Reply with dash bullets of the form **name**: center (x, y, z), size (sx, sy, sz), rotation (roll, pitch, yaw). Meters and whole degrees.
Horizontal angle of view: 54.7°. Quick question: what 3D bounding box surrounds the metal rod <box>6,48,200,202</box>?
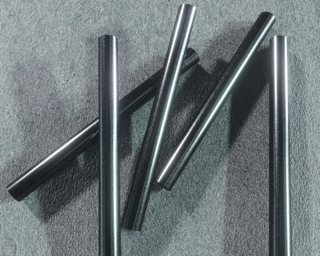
- **metal rod**: center (-0.065, -0.012, 0.412), size (0.301, 0.025, 0.025), rotation (-39, 75, -13)

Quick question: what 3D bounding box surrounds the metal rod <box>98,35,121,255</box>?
- **metal rod**: center (-0.062, 0.029, 0.376), size (0.025, 0.025, 0.299), rotation (-2, 78, -1)

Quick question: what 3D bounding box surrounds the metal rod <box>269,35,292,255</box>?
- **metal rod**: center (0.156, 0.011, 0.404), size (0.025, 0.025, 0.299), rotation (7, 70, 2)

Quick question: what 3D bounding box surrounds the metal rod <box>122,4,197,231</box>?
- **metal rod**: center (0.002, -0.023, 0.397), size (0.025, 0.025, 0.299), rotation (13, 77, 5)

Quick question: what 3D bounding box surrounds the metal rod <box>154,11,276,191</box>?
- **metal rod**: center (0.083, -0.048, 0.425), size (0.025, 0.025, 0.300), rotation (31, 73, 10)
